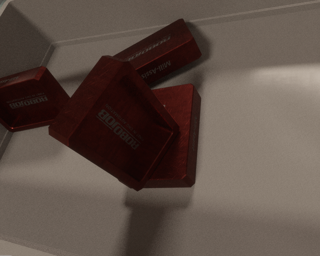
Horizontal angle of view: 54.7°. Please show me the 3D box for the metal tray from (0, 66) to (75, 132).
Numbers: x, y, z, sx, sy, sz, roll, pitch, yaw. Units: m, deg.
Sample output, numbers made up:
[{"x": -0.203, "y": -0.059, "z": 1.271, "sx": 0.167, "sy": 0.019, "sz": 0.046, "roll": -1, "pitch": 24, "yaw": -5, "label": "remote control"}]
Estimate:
[{"x": -0.213, "y": -0.042, "z": 0.493, "sx": 0.130, "sy": 0.090, "sz": 0.030, "roll": -10, "pitch": 45, "yaw": 21, "label": "metal tray"}]

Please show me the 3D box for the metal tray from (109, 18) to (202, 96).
[{"x": -0.012, "y": -0.104, "z": 0.454, "sx": 0.130, "sy": 0.030, "sz": 0.090, "roll": -26, "pitch": 35, "yaw": 11, "label": "metal tray"}]

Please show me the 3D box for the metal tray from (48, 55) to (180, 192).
[{"x": -0.037, "y": 0.002, "z": 0.316, "sx": 0.030, "sy": 0.130, "sz": 0.090, "roll": 24, "pitch": 75, "yaw": 36, "label": "metal tray"}]

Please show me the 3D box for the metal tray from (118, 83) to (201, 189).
[{"x": 0.001, "y": 0.010, "z": 0.395, "sx": 0.090, "sy": 0.030, "sz": 0.130, "roll": -6, "pitch": 59, "yaw": 24, "label": "metal tray"}]
